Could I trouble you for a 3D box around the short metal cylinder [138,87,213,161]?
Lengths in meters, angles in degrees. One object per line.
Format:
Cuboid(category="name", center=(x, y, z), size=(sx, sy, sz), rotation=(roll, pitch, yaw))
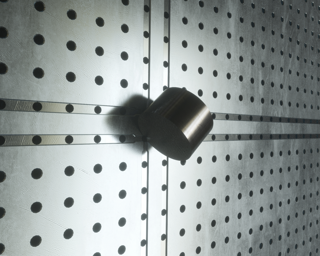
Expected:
Cuboid(category="short metal cylinder", center=(0.019, -0.005, 0.391), size=(0.050, 0.080, 0.080), rotation=(-48, 119, -29))
